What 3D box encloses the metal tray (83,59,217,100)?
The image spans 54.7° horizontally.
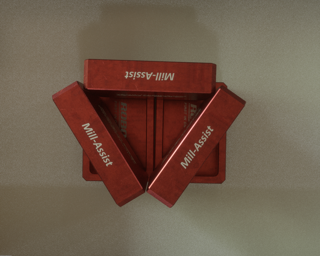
[{"bbox_3d":[-0.010,-0.051,0.346,0.131,0.090,0.030,2,91,0],"label":"metal tray"}]

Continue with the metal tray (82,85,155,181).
[{"bbox_3d":[-0.053,0.003,0.408,0.091,0.030,0.129,0,89,0],"label":"metal tray"}]

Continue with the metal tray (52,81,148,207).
[{"bbox_3d":[-0.060,0.015,0.346,0.030,0.090,0.130,-31,90,1],"label":"metal tray"}]

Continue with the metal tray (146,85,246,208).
[{"bbox_3d":[0.036,0.018,0.346,0.030,0.090,0.130,35,90,0],"label":"metal tray"}]

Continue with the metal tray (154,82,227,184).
[{"bbox_3d":[0.039,0.005,0.408,0.091,0.030,0.129,1,89,0],"label":"metal tray"}]
